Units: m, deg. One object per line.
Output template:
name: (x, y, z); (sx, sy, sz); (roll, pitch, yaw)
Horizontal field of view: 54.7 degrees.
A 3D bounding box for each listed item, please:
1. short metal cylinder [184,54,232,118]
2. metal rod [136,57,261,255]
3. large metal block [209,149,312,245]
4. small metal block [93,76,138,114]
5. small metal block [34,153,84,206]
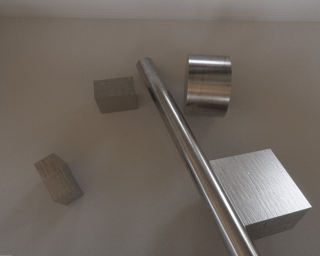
short metal cylinder: (0.059, -0.054, 0.401); (0.050, 0.080, 0.080); (3, 70, 1)
metal rod: (0.030, 0.017, 0.355); (0.025, 0.025, 0.299); (-20, 53, -7)
large metal block: (0.102, 0.076, 0.348); (0.081, 0.050, 0.080); (-9, 48, -17)
small metal block: (-0.058, -0.043, 0.411); (0.050, 0.050, 0.025); (-7, 71, -3)
small metal block: (-0.120, 0.063, 0.372); (0.025, 0.050, 0.050); (-32, 73, -11)
